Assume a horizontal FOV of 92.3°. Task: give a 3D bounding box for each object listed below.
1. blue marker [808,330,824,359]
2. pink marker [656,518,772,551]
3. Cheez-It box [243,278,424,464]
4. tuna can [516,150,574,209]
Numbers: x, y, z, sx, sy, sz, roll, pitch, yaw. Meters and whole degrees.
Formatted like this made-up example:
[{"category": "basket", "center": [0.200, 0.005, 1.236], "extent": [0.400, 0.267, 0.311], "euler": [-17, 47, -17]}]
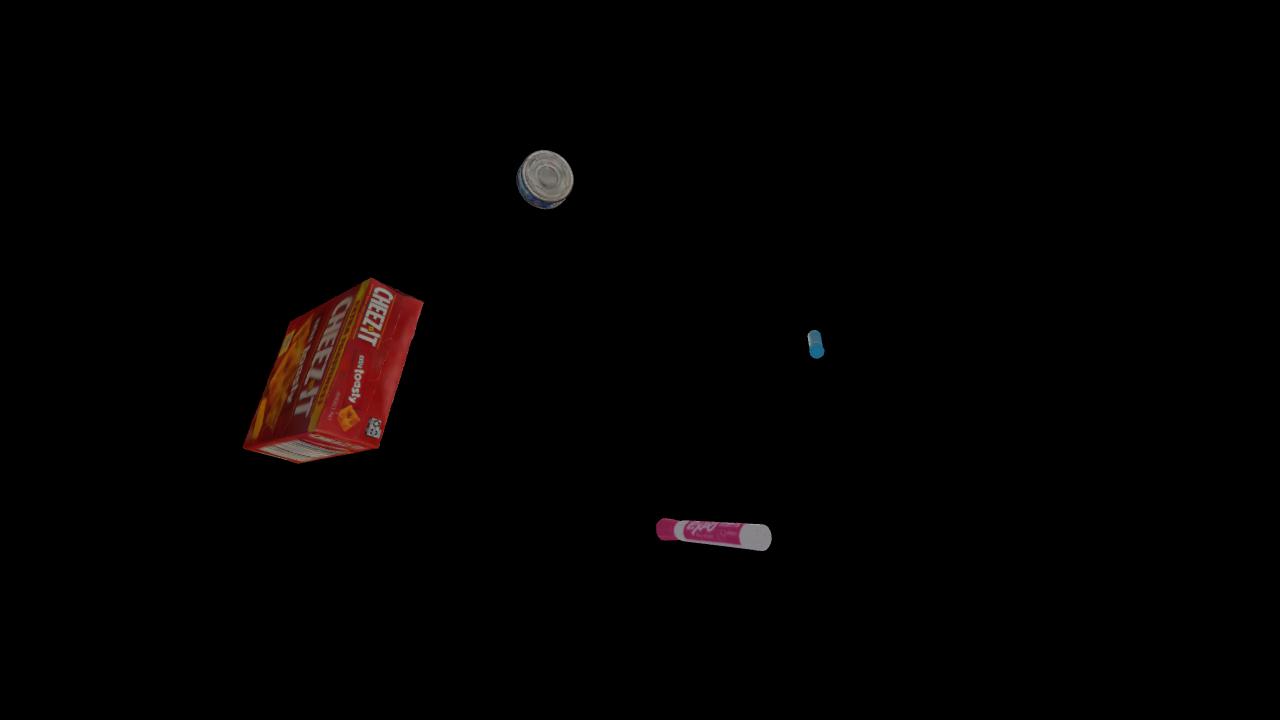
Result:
[{"category": "blue marker", "center": [0.241, -0.022, 0.845], "extent": [0.020, 0.020, 0.121], "euler": [0, 12, 14]}, {"category": "pink marker", "center": [0.053, 0.138, 0.490], "extent": [0.020, 0.020, 0.121], "euler": [0, -9, -37]}, {"category": "Cheez-It box", "center": [-0.338, 0.020, 0.671], "extent": [0.223, 0.166, 0.071], "euler": [-12, -30, 41]}, {"category": "tuna can", "center": [-0.145, -0.277, 0.945], "extent": [0.084, 0.084, 0.034], "euler": [0, -5, -24]}]
